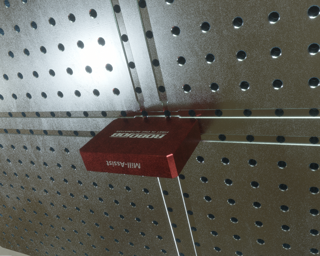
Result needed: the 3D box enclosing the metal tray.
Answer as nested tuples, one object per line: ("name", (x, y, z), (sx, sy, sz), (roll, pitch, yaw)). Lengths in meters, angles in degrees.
("metal tray", (-0.024, 0.021, 0.395), (0.130, 0.090, 0.030), (0, 119, 28))
